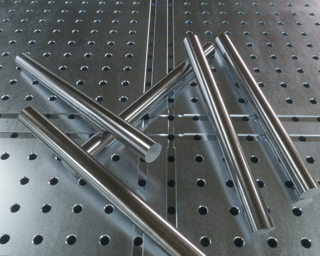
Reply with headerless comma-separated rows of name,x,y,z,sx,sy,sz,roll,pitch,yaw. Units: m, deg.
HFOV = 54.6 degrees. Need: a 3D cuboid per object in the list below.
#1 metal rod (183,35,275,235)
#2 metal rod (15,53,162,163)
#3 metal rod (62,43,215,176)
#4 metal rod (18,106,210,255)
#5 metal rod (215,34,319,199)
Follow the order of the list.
metal rod,0.077,-0.015,0.402,0.025,0.025,0.299,-9,56,-7
metal rod,-0.114,-0.041,0.418,0.300,0.025,0.025,32,57,33
metal rod,-0.013,-0.042,0.442,0.025,0.025,0.301,32,57,24
metal rod,-0.045,0.069,0.327,0.300,0.025,0.025,36,59,18
metal rod,0.138,-0.039,0.441,0.025,0.025,0.300,-9,51,-8
